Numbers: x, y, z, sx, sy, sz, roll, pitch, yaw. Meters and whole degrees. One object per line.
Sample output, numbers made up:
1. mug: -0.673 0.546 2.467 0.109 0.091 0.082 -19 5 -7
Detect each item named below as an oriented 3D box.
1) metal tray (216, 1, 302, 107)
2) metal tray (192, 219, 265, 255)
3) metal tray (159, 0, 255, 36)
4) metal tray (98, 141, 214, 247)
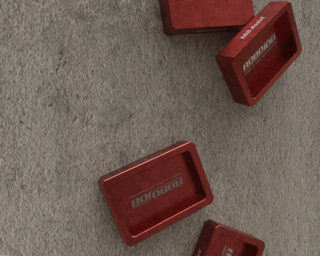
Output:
1. metal tray: 0.145 -0.105 0.441 0.130 0.030 0.090 -46 128 -14
2. metal tray: 0.086 0.207 0.438 0.090 0.030 0.130 25 82 -18
3. metal tray: 0.064 -0.180 0.430 0.131 0.030 0.089 -10 94 -20
4. metal tray: -0.003 0.081 0.405 0.131 0.030 0.090 -23 98 -19
